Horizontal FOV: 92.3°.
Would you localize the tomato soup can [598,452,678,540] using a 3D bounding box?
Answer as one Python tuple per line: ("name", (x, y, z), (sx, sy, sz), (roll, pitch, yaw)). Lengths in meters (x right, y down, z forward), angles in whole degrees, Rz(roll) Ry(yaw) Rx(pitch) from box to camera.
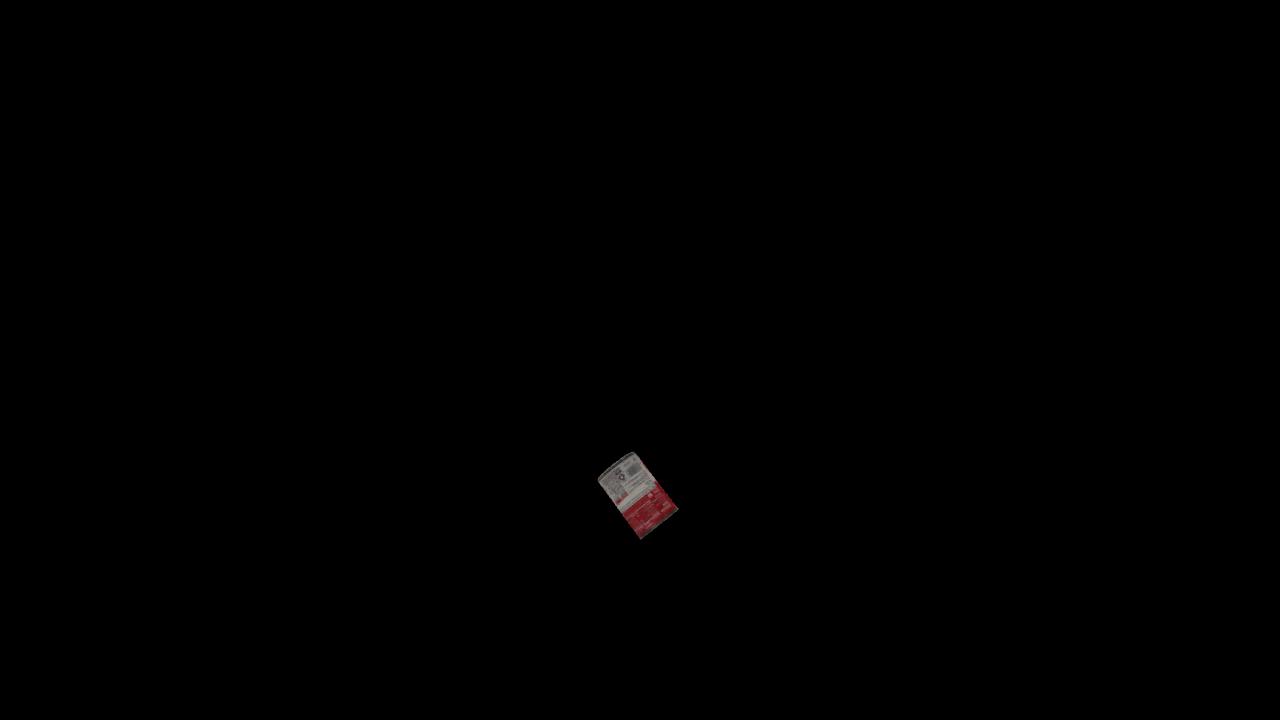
("tomato soup can", (-0.004, 0.186, 0.848), (0.068, 0.101, 0.068), (-37, -12, -9))
